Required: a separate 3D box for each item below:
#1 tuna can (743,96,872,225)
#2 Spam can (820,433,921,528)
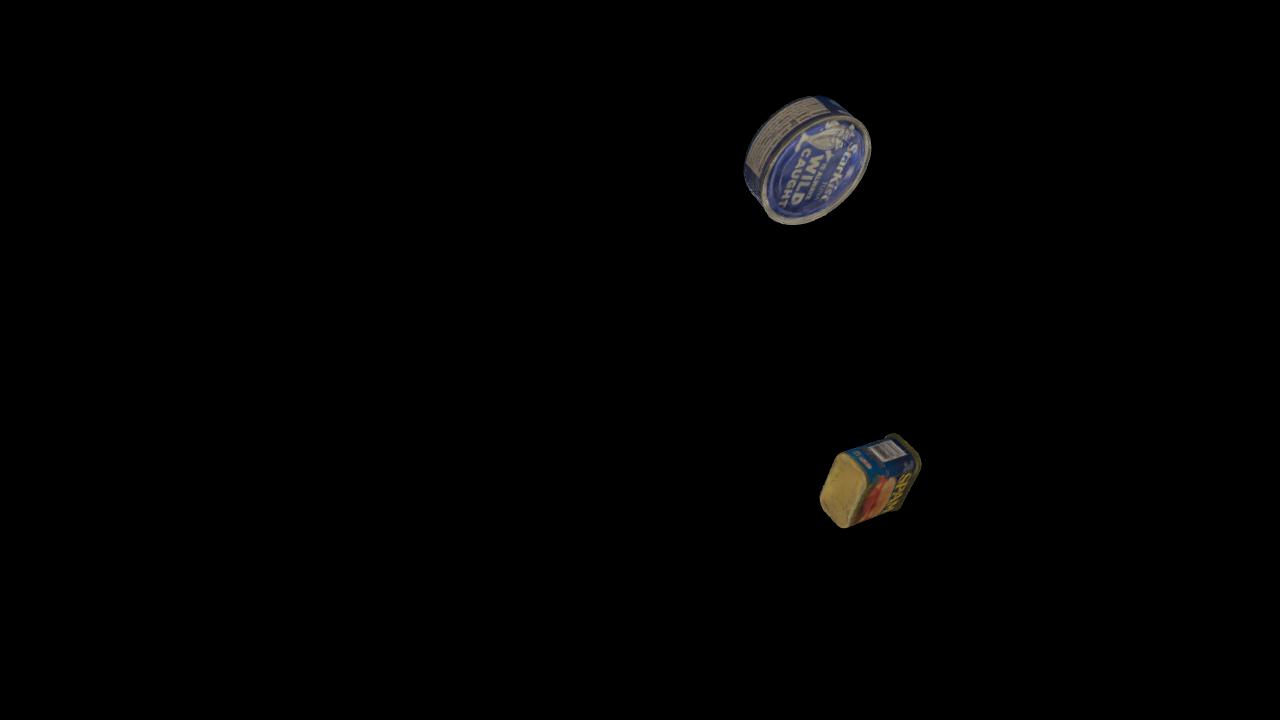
[{"bbox_3d":[0.117,-0.139,0.434,0.084,0.034,0.084,-15,-39,-13],"label":"tuna can"},{"bbox_3d":[0.272,0.145,0.733,0.085,0.101,0.058,-11,39,-24],"label":"Spam can"}]
